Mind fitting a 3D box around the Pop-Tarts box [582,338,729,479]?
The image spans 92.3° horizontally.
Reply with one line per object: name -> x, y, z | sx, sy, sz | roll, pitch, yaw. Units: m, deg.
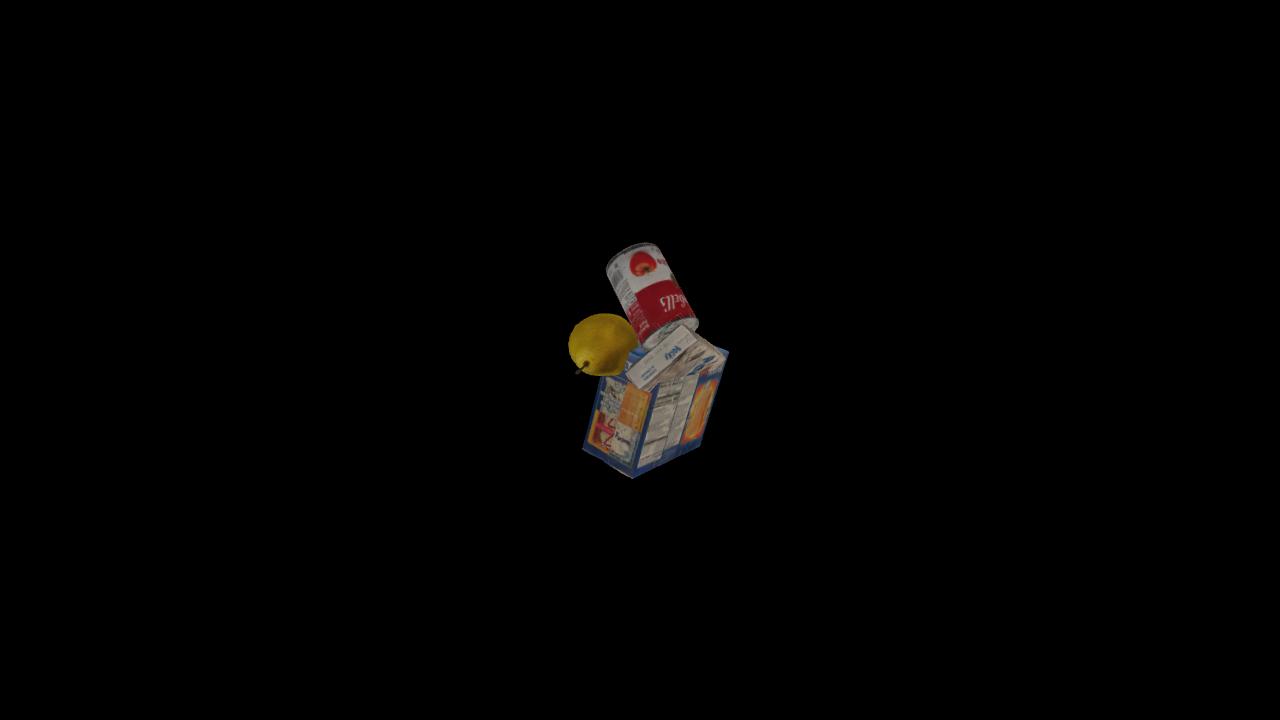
Pop-Tarts box -> 0.022, 0.048, 0.760 | 0.083, 0.141, 0.167 | 25, 19, 28

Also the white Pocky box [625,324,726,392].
white Pocky box -> 0.045, 0.007, 0.703 | 0.084, 0.028, 0.154 | -42, -19, 9

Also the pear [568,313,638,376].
pear -> -0.043, -0.010, 0.677 | 0.080, 0.080, 0.111 | 0, 16, 3

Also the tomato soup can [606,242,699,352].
tomato soup can -> 0.012, -0.068, 0.666 | 0.068, 0.101, 0.068 | -23, -20, -9
